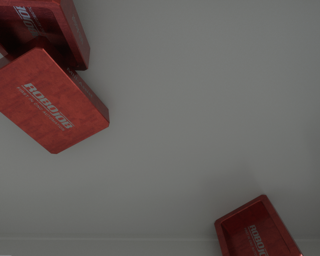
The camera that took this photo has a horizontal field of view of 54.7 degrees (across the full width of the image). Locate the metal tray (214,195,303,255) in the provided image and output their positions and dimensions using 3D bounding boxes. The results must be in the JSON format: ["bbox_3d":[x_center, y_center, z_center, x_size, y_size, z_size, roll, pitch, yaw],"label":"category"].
[{"bbox_3d":[0.128,0.155,0.414,0.090,0.130,0.030,-33,107,11],"label":"metal tray"}]

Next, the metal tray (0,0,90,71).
[{"bbox_3d":[-0.130,-0.103,0.319,0.091,0.130,0.030,2,74,-1],"label":"metal tray"}]

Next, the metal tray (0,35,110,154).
[{"bbox_3d":[-0.133,-0.032,0.369,0.090,0.030,0.130,-27,131,10],"label":"metal tray"}]
